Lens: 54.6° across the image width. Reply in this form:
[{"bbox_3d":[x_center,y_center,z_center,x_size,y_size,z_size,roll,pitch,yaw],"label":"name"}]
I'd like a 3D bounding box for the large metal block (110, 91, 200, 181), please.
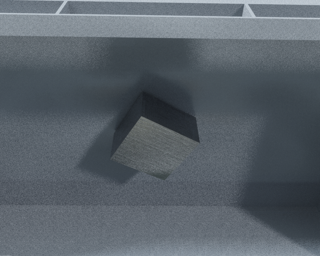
[{"bbox_3d":[-0.008,0.013,0.399,0.080,0.050,0.080,25,125,-20],"label":"large metal block"}]
